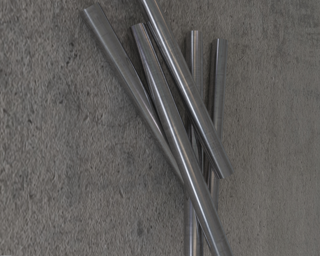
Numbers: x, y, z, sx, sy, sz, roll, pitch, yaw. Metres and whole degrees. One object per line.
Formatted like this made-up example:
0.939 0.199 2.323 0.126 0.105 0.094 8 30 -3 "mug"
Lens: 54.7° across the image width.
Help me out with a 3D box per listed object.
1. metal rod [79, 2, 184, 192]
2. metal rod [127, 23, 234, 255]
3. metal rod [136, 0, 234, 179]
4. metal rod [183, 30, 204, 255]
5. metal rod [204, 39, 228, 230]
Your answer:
-0.010 -0.012 0.396 0.025 0.025 0.299 -44 117 -31 "metal rod"
0.024 0.017 0.377 0.025 0.025 0.299 -19 88 -38 "metal rod"
0.022 -0.075 0.385 0.025 0.025 0.299 -29 97 -36 "metal rod"
0.046 0.012 0.416 0.025 0.025 0.299 11 75 -40 "metal rod"
0.083 0.014 0.473 0.025 0.025 0.298 7 86 -40 "metal rod"
